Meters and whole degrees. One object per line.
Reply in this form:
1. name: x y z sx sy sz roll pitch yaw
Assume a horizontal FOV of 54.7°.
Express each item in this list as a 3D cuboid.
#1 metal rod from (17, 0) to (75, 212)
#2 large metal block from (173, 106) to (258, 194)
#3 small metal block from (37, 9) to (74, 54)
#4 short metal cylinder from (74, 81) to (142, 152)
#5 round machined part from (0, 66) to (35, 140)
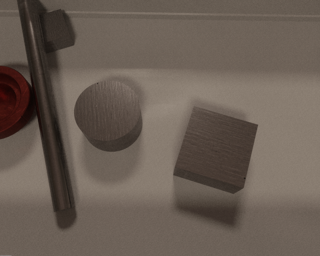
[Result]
1. metal rod: -0.152 -0.042 0.406 0.025 0.025 0.299 -14 77 -5
2. large metal block: 0.068 0.029 0.387 0.080 0.050 0.080 17 71 5
3. small metal block: -0.162 -0.142 0.460 0.050 0.025 0.050 -20 71 -7
4. short metal cylinder: -0.064 -0.014 0.401 0.081 0.050 0.080 0 70 0
5. round machined part: -0.214 -0.030 0.409 0.099 0.042 0.098 0 70 -1
